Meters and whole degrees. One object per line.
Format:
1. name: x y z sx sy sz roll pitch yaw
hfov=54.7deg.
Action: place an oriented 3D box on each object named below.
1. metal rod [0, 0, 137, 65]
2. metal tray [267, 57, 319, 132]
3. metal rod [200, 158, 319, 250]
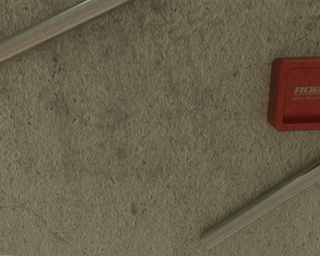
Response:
1. metal rod: -0.119 -0.121 0.363 0.301 0.025 0.025 -23 109 7
2. metal tray: 0.209 -0.044 0.393 0.131 0.030 0.089 -2 110 0
3. metal rod: 0.186 0.087 0.444 0.300 0.025 0.025 -37 106 12
